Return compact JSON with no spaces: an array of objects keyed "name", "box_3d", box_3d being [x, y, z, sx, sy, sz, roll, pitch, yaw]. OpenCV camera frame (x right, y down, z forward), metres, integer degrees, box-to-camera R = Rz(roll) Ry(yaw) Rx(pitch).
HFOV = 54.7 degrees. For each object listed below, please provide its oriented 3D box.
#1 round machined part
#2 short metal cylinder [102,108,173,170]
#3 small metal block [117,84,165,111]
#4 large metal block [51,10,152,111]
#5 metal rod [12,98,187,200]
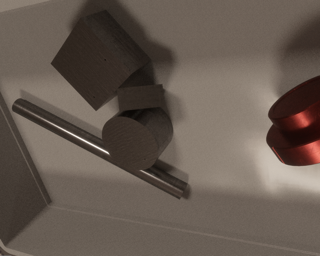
[{"name":"round machined part","box_3d":[0.139,-0.013,0.280,0.098,0.098,0.042,-31,101,37]},{"name":"short metal cylinder","box_3d":[-0.029,0.009,0.412,0.080,0.050,0.079,13,124,20]},{"name":"small metal block","box_3d":[-0.023,-0.036,0.366,0.050,0.050,0.025,-6,95,-4]},{"name":"large metal block","box_3d":[-0.072,-0.081,0.379,0.080,0.050,0.080,47,129,-6]},{"name":"metal rod","box_3d":[-0.099,0.027,0.475,0.301,0.025,0.025,26,127,11]}]
